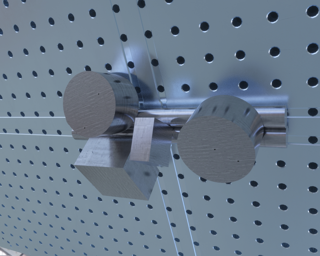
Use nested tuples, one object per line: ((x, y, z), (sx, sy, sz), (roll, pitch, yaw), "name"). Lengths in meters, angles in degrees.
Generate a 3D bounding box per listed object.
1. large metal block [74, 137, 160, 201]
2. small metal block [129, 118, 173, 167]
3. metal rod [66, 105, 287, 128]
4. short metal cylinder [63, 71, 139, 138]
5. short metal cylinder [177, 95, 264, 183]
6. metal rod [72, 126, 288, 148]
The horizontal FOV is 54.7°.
((-0.058, 0.057, 0.439), (0.080, 0.050, 0.080), (-1, 138, 28), "large metal block")
((-0.009, 0.018, 0.370), (0.025, 0.050, 0.050), (1, 77, 28), "small metal block")
((0.000, -0.014, 0.398), (0.300, 0.025, 0.025), (1, 119, 27), "metal rod")
((-0.074, -0.030, 0.393), (0.080, 0.050, 0.079), (3, 96, 27), "short metal cylinder")
((0.065, 0.011, 0.331), (0.080, 0.050, 0.079), (13, 124, 21), "short metal cylinder")
((0.006, 0.008, 0.409), (0.300, 0.025, 0.025), (1, 119, 27), "metal rod")
